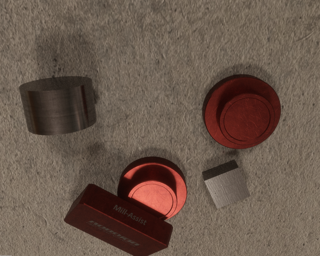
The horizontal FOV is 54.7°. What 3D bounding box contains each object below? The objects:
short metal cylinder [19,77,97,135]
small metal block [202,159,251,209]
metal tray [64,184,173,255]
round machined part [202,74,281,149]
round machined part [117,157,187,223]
[{"bbox_3d":[-0.119,-0.029,0.368,0.081,0.080,0.050,-3,110,0],"label":"short metal cylinder"},{"bbox_3d":[0.094,0.080,0.441,0.050,0.025,0.050,-23,109,8],"label":"small metal block"},{"bbox_3d":[-0.059,0.134,0.433,0.130,0.030,0.090,31,139,-11],"label":"metal tray"},{"bbox_3d":[0.106,-0.017,0.396,0.099,0.042,0.097,0,110,-1],"label":"round machined part"},{"bbox_3d":[-0.011,0.093,0.435,0.099,0.042,0.097,0,110,-1],"label":"round machined part"}]
